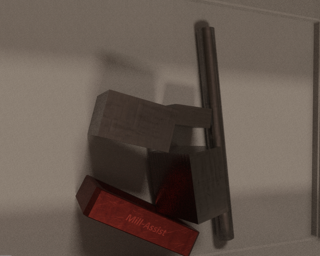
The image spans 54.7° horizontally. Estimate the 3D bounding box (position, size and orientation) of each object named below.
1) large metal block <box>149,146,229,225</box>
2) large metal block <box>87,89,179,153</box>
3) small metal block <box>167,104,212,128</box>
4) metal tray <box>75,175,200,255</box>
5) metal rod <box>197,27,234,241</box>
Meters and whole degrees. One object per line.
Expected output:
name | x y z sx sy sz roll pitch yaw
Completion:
large metal block | 0.034 0.066 0.390 0.050 0.080 0.079 -10 94 -36
large metal block | -0.035 -0.007 0.369 0.081 0.080 0.050 15 85 -20
small metal block | 0.033 -0.015 0.411 0.050 0.050 0.025 7 88 -20
metal tray | -0.029 0.101 0.366 0.131 0.090 0.030 29 81 -18
metal rod | 0.079 0.010 0.441 0.025 0.025 0.298 -7 92 -20
